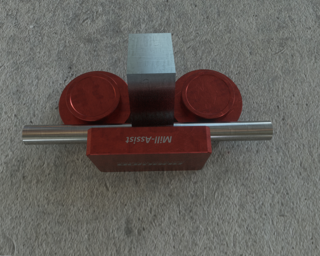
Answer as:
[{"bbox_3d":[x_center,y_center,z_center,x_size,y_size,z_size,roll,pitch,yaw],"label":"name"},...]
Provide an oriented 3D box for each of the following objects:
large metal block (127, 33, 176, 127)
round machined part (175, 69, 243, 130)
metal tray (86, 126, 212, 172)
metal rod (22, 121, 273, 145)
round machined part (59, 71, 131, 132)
[{"bbox_3d":[-0.010,-0.057,0.373,0.050,0.080,0.080,-2,47,-2],"label":"large metal block"},{"bbox_3d":[0.061,-0.037,0.414,0.099,0.042,0.098,0,70,-1],"label":"round machined part"},{"bbox_3d":[-0.012,0.027,0.364,0.131,0.090,0.030,-1,70,-1],"label":"metal tray"},{"bbox_3d":[-0.014,0.006,0.385,0.302,0.025,0.025,-1,70,-1],"label":"metal rod"},{"bbox_3d":[-0.085,-0.034,0.410,0.099,0.042,0.098,0,70,-1],"label":"round machined part"}]
